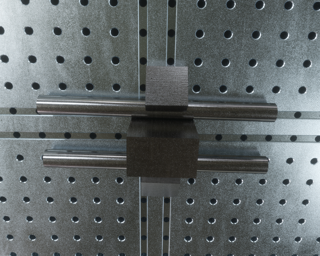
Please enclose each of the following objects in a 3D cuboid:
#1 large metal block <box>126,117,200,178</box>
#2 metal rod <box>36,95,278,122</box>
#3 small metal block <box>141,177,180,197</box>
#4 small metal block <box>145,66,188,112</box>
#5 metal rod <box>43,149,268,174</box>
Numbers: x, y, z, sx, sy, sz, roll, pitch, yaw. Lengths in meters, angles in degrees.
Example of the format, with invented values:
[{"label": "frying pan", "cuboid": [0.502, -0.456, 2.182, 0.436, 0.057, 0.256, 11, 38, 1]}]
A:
[{"label": "large metal block", "cuboid": [0.003, 0.020, 0.387, 0.081, 0.080, 0.050, 2, 110, -1]}, {"label": "metal rod", "cuboid": [-0.002, -0.025, 0.399, 0.302, 0.025, 0.025, 2, 110, -1]}, {"label": "small metal block", "cuboid": [0.000, 0.073, 0.424, 0.050, 0.025, 0.050, 2, 148, -2]}, {"label": "small metal block", "cuboid": [0.008, -0.048, 0.380, 0.050, 0.025, 0.050, 1, 76, -1]}, {"label": "metal rod", "cuboid": [-0.005, 0.046, 0.427, 0.302, 0.025, 0.025, 2, 110, -1]}]
